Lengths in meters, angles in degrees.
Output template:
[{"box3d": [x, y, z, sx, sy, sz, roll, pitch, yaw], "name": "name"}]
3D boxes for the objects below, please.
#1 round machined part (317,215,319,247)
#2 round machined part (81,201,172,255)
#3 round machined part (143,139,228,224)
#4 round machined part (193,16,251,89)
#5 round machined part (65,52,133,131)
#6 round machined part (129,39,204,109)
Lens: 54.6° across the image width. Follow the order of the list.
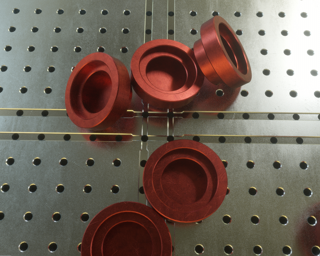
[{"box3d": [0.230, 0.127, 0.357, 0.099, 0.042, 0.098, 0, 70, 0], "name": "round machined part"}, {"box3d": [-0.036, 0.136, 0.353, 0.099, 0.042, 0.098, 0, 70, 0], "name": "round machined part"}, {"box3d": [0.029, 0.066, 0.377, 0.099, 0.042, 0.098, 1, 67, -2], "name": "round machined part"}, {"box3d": [0.081, -0.097, 0.420, 0.042, 0.099, 0.098, -25, 67, 32], "name": "round machined part"}, {"box3d": [-0.075, -0.045, 0.402, 0.098, 0.042, 0.098, -7, 77, 35], "name": "round machined part"}, {"box3d": [0.007, -0.069, 0.422, 0.099, 0.042, 0.098, 5, 65, -10], "name": "round machined part"}]
